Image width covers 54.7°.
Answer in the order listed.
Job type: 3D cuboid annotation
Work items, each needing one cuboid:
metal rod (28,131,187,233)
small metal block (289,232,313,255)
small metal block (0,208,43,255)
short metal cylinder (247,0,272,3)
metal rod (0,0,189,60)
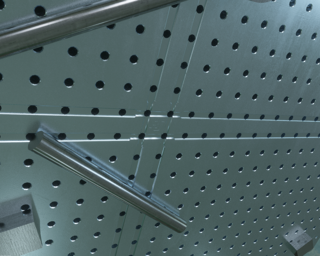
[{"bbox_3d":[-0.051,0.091,0.439,0.025,0.025,0.300,-45,129,3],"label":"metal rod"},{"bbox_3d":[0.365,0.303,0.797,0.050,0.025,0.050,-32,129,-7],"label":"small metal block"},{"bbox_3d":[-0.183,0.137,0.396,0.050,0.025,0.050,-15,125,-20],"label":"small metal block"},{"bbox_3d":[0.103,-0.183,0.338,0.081,0.050,0.079,-14,124,-21],"label":"short metal cylinder"},{"bbox_3d":[-0.084,-0.103,0.301,0.302,0.025,0.025,-23,127,-15],"label":"metal rod"}]
